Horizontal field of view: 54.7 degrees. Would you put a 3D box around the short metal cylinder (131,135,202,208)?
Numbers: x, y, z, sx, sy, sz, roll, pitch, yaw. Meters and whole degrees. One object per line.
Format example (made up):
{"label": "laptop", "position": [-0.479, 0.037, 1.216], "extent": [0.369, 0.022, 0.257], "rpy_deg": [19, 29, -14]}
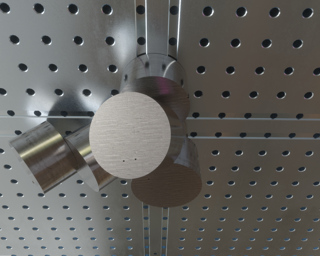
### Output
{"label": "short metal cylinder", "position": [0.007, 0.051, 0.370], "extent": [0.081, 0.050, 0.079], "rpy_deg": [0, 130, 0]}

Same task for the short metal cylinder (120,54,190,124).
{"label": "short metal cylinder", "position": [-0.007, -0.039, 0.361], "extent": [0.081, 0.050, 0.079], "rpy_deg": [0, 130, 0]}

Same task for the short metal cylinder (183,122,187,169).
{"label": "short metal cylinder", "position": [-0.002, 0.022, 0.413], "extent": [0.081, 0.050, 0.079], "rpy_deg": [0, 130, 0]}

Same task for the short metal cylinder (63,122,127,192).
{"label": "short metal cylinder", "position": [-0.080, 0.033, 0.394], "extent": [0.050, 0.080, 0.080], "rpy_deg": [-34, 136, -27]}

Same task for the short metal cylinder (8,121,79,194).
{"label": "short metal cylinder", "position": [-0.149, 0.037, 0.397], "extent": [0.050, 0.080, 0.080], "rpy_deg": [-35, 136, -27]}

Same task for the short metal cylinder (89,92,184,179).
{"label": "short metal cylinder", "position": [-0.022, 0.008, 0.307], "extent": [0.080, 0.080, 0.050], "rpy_deg": [-19, 171, 15]}
